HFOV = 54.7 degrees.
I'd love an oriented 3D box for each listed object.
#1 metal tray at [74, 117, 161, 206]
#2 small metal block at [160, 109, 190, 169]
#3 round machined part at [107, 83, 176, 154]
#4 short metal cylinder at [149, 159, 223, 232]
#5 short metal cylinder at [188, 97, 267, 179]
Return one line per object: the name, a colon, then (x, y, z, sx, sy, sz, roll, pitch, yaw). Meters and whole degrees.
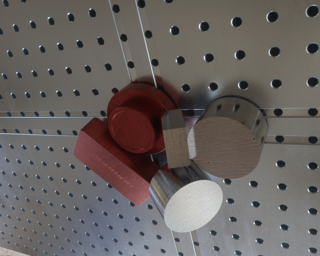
metal tray: (-0.062, 0.053, 0.453, 0.130, 0.030, 0.090, 38, 144, 1)
small metal block: (0.018, 0.011, 0.364, 0.025, 0.050, 0.050, -8, 117, 1)
round machined part: (-0.028, -0.006, 0.406, 0.098, 0.042, 0.097, 13, 124, 21)
short metal cylinder: (0.033, 0.086, 0.398, 0.050, 0.081, 0.079, -131, 31, -55)
short metal cylinder: (0.078, 0.011, 0.356, 0.080, 0.050, 0.079, 13, 124, 21)
